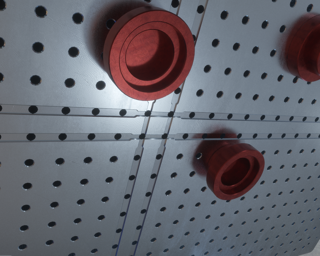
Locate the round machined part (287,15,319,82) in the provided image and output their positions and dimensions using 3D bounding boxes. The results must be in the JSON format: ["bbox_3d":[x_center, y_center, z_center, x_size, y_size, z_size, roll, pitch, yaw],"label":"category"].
[{"bbox_3d":[0.243,-0.114,0.462,0.099,0.042,0.097,-14,124,-21],"label":"round machined part"}]

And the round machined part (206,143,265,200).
[{"bbox_3d":[0.117,0.066,0.504,0.099,0.042,0.097,-14,124,-21],"label":"round machined part"}]

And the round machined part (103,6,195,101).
[{"bbox_3d":[-0.015,-0.082,0.341,0.099,0.042,0.097,-14,124,-21],"label":"round machined part"}]
